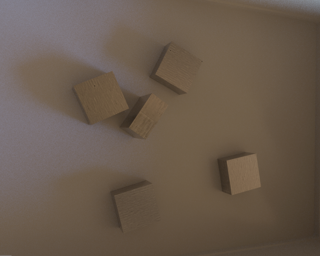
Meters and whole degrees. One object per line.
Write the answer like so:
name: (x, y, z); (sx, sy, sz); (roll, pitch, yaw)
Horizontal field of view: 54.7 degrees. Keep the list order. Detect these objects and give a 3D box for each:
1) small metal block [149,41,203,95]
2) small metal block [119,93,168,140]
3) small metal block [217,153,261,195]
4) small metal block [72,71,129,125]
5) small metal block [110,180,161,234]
small metal block: (0.022, -0.080, 0.418); (0.050, 0.025, 0.050); (28, 81, -18)
small metal block: (-0.021, -0.014, 0.389); (0.025, 0.050, 0.050); (36, 78, -17)
small metal block: (0.116, 0.066, 0.453); (0.050, 0.025, 0.050); (-10, 94, -20)
small metal block: (-0.074, -0.037, 0.383); (0.050, 0.025, 0.050); (-26, 99, -18)
small metal block: (-0.031, 0.100, 0.399); (0.050, 0.025, 0.050); (-14, 95, -20)
